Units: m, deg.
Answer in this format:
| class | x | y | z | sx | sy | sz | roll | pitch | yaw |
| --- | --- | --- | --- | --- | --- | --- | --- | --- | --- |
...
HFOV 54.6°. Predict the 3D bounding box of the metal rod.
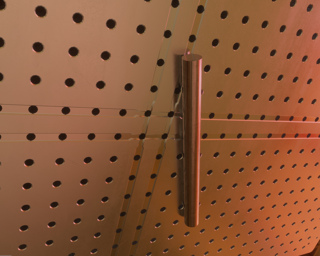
| class | x | y | z | sx | sy | sz | roll | pitch | yaw |
| --- | --- | --- | --- | --- | --- | --- | --- | --- | --- |
| metal rod | 0.047 | 0.039 | 0.459 | 0.025 | 0.025 | 0.298 | -17 | 125 | -19 |
